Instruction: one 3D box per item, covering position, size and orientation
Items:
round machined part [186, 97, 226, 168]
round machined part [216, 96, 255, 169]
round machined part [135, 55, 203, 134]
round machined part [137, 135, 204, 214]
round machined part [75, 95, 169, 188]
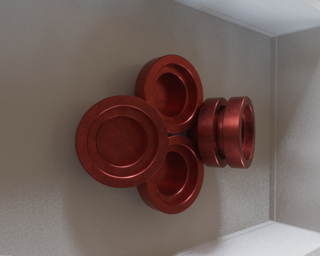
[{"bbox_3d":[0.070,0.006,0.438,0.098,0.042,0.097,2,87,-62],"label":"round machined part"},{"bbox_3d":[0.100,0.006,0.426,0.098,0.042,0.097,0,90,-62],"label":"round machined part"},{"bbox_3d":[0.007,-0.042,0.398,0.099,0.042,0.097,0,90,-40],"label":"round machined part"},{"bbox_3d":[0.008,0.057,0.400,0.099,0.042,0.097,0,90,-40],"label":"round machined part"},{"bbox_3d":[-0.044,0.014,0.343,0.099,0.042,0.097,0,90,-19],"label":"round machined part"}]
